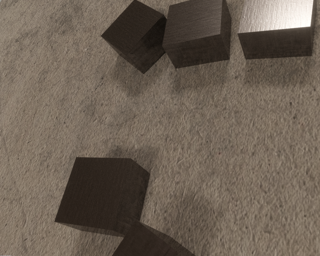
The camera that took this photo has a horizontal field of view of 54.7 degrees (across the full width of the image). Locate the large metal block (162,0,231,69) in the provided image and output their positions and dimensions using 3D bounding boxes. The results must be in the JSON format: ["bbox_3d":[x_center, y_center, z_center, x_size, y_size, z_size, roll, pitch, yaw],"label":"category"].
[{"bbox_3d":[0.055,-0.138,0.443,0.080,0.050,0.080,-5,59,25],"label":"large metal block"}]

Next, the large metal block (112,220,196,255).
[{"bbox_3d":[-0.009,0.142,0.285,0.050,0.080,0.080,26,76,36],"label":"large metal block"}]

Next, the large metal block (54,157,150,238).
[{"bbox_3d":[-0.066,0.082,0.371,0.080,0.050,0.080,-2,61,27],"label":"large metal block"}]

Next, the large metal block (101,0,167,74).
[{"bbox_3d":[-0.033,-0.145,0.488,0.080,0.050,0.080,-47,51,1],"label":"large metal block"}]

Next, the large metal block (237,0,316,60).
[{"bbox_3d":[0.151,-0.136,0.392,0.080,0.050,0.080,4,63,29],"label":"large metal block"}]
